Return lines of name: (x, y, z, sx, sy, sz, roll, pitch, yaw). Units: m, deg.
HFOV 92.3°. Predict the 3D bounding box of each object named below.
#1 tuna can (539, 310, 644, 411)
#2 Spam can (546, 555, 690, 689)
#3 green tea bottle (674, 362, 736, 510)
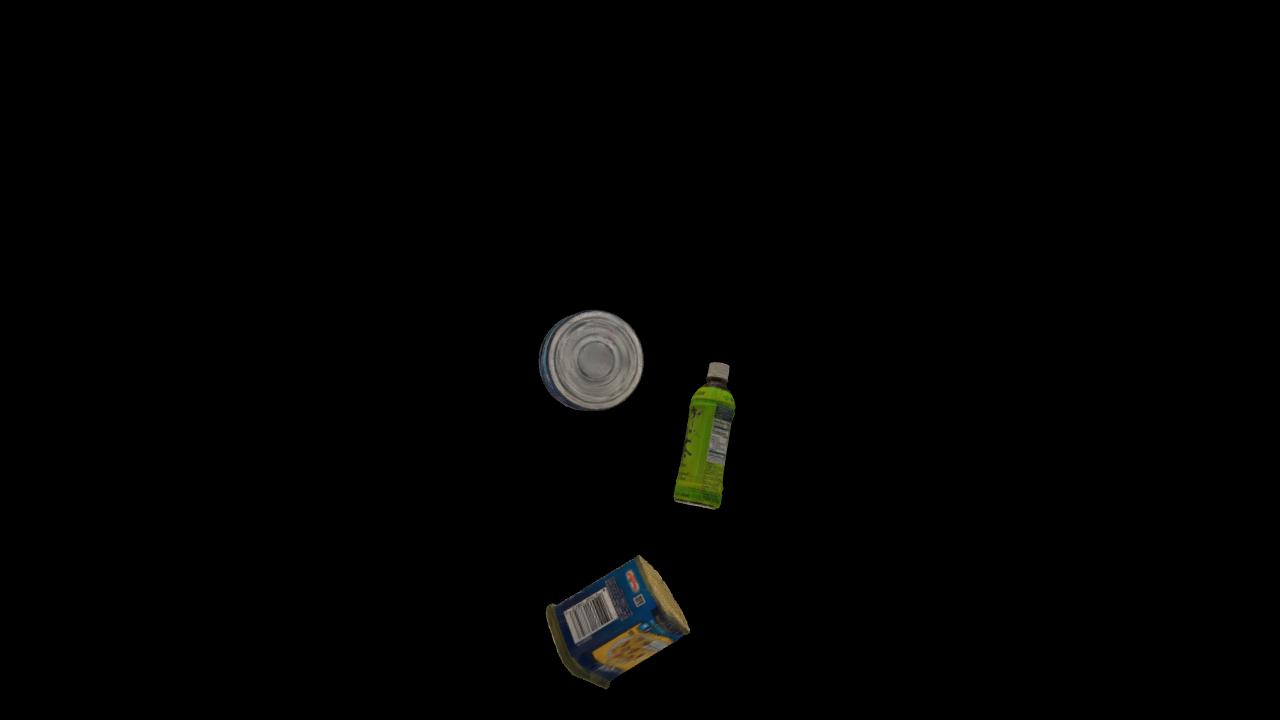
tuna can: (-0.040, 0.001, 0.511, 0.084, 0.084, 0.034, 0, -2, -19)
Spam can: (-0.014, 0.212, 0.499, 0.085, 0.058, 0.101, -31, -39, -2)
green tea bottle: (0.101, 0.108, 0.899, 0.073, 0.212, 0.073, 13, -14, 3)
